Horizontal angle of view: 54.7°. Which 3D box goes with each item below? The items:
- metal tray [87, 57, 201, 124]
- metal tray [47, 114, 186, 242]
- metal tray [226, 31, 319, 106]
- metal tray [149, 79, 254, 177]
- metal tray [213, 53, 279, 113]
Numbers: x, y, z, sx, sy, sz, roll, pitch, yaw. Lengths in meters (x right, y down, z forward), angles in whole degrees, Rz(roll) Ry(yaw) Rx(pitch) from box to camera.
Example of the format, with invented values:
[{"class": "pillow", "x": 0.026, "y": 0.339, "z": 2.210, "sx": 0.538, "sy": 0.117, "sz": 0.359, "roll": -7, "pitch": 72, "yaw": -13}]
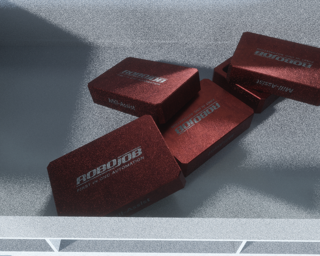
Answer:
[{"class": "metal tray", "x": -0.022, "y": -0.057, "z": 0.423, "sx": 0.130, "sy": 0.030, "sz": 0.090, "roll": 19, "pitch": 47, "yaw": 35}, {"class": "metal tray", "x": -0.049, "y": 0.051, "z": 0.337, "sx": 0.131, "sy": 0.030, "sz": 0.090, "roll": -27, "pitch": 54, "yaw": -3}, {"class": "metal tray", "x": 0.170, "y": -0.087, "z": 0.438, "sx": 0.130, "sy": 0.030, "sz": 0.090, "roll": 18, "pitch": 52, "yaw": 14}, {"class": "metal tray", "x": 0.047, "y": -0.006, "z": 0.407, "sx": 0.131, "sy": 0.030, "sz": 0.090, "roll": -34, "pitch": 58, "yaw": -25}, {"class": "metal tray", "x": 0.155, "y": -0.086, "z": 0.475, "sx": 0.131, "sy": 0.030, "sz": 0.090, "roll": -36, "pitch": 59, "yaw": -27}]
